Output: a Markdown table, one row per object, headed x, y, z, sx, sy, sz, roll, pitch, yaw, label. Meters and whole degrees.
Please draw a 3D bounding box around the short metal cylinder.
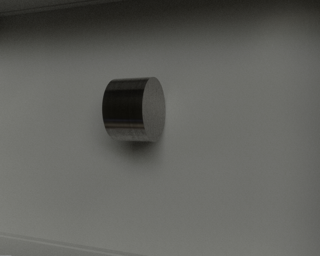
| x | y | z | sx | sy | sz | roll | pitch | yaw | label |
| --- | --- | --- | --- | --- | --- | --- | --- | --- | --- |
| -0.030 | -0.023 | 0.388 | 0.050 | 0.080 | 0.079 | 0 | 90 | 20 | short metal cylinder |
